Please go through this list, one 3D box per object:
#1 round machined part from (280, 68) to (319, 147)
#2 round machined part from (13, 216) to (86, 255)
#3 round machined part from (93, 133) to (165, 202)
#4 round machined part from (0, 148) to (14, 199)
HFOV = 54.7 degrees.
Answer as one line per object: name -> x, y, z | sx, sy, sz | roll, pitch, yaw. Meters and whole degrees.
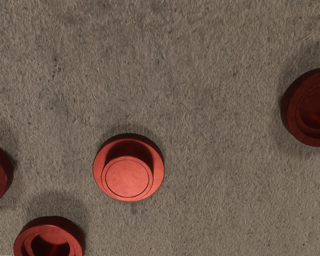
round machined part -> 0.202, -0.028, 0.393 | 0.099, 0.042, 0.097 | 0, 110, -1
round machined part -> -0.160, 0.172, 0.462 | 0.099, 0.042, 0.097 | 0, 110, -1
round machined part -> -0.043, 0.060, 0.422 | 0.099, 0.042, 0.097 | 0, 110, -1
round machined part -> -0.247, 0.055, 0.418 | 0.099, 0.042, 0.097 | 0, 110, -1
